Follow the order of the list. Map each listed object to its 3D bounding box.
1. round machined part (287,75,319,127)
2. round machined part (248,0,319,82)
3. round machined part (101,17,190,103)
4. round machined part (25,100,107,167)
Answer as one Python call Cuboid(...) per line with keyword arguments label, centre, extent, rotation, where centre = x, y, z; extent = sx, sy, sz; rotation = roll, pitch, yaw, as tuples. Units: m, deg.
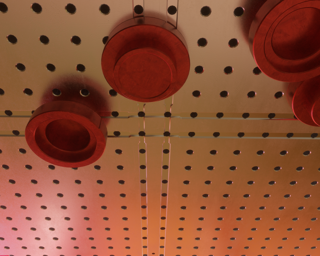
Cuboid(label="round machined part", centre=(0.210, -0.038, 0.372), extent=(0.099, 0.042, 0.097), rotation=(-1, 130, 0))
Cuboid(label="round machined part", centre=(0.140, -0.100, 0.318), extent=(0.099, 0.042, 0.097), rotation=(-1, 130, 0))
Cuboid(label="round machined part", centre=(-0.016, -0.067, 0.343), extent=(0.099, 0.042, 0.097), rotation=(-1, 131, 0))
Cuboid(label="round machined part", centre=(-0.117, 0.003, 0.402), extent=(0.099, 0.042, 0.097), rotation=(-1, 130, 0))
